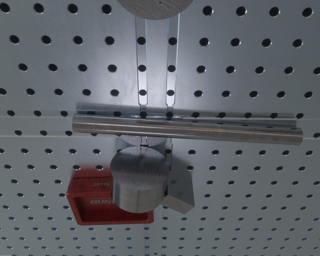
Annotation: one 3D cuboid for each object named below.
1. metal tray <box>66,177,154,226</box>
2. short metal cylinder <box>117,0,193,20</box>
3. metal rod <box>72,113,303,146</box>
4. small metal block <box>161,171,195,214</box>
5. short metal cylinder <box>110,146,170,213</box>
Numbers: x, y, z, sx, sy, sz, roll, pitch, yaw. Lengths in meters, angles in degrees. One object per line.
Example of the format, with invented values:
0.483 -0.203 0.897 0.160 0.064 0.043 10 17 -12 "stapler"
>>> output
-0.077 0.122 0.510 0.131 0.030 0.089 -2 130 1 "metal tray"
-0.004 -0.144 0.273 0.081 0.050 0.079 0 130 0 "short metal cylinder"
0.039 0.002 0.413 0.302 0.025 0.025 3 130 -4 "metal rod"
0.024 0.098 0.479 0.050 0.050 0.025 28 125 -22 "small metal block"
-0.030 0.071 0.436 0.081 0.080 0.050 5 130 -5 "short metal cylinder"
